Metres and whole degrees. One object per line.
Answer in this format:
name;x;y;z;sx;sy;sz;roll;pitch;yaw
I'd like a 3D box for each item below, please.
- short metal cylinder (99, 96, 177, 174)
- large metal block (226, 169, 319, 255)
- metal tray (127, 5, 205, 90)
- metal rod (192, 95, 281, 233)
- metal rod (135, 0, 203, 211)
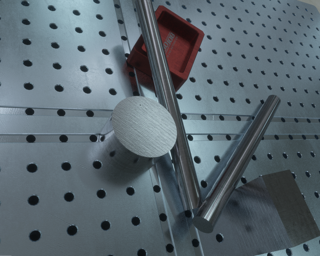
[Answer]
short metal cylinder;-0.027;0.009;0.374;0.081;0.050;0.080;14;56;-21
large metal block;0.132;0.106;0.381;0.050;0.080;0.080;-5;64;-31
metal tray;0.013;-0.130;0.493;0.090;0.030;0.130;30;52;-10
metal rod;0.124;0.029;0.444;0.025;0.025;0.302;44;46;1
metal rod;0.009;-0.043;0.413;0.025;0.025;0.299;-4;72;-30
